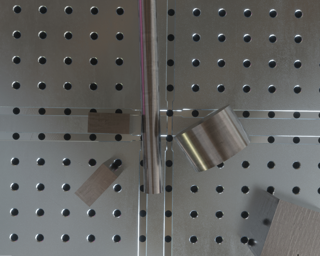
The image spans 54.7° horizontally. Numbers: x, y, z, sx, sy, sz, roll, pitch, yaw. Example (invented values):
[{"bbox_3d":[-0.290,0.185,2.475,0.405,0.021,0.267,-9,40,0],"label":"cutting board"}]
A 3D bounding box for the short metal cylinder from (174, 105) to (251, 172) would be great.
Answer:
[{"bbox_3d":[0.065,0.013,0.386,0.080,0.080,0.050,-31,90,0],"label":"short metal cylinder"}]

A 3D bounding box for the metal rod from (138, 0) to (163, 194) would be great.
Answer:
[{"bbox_3d":[-0.014,-0.064,0.412,0.025,0.025,0.298,-2,90,0],"label":"metal rod"}]

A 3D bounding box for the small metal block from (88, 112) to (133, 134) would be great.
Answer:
[{"bbox_3d":[-0.062,-0.006,0.400,0.050,0.050,0.025,2,90,0],"label":"small metal block"}]

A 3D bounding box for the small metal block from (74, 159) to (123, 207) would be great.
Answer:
[{"bbox_3d":[-0.077,0.069,0.400,0.025,0.050,0.050,43,90,0],"label":"small metal block"}]

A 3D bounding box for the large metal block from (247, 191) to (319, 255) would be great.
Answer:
[{"bbox_3d":[0.171,0.137,0.402,0.080,0.050,0.080,19,90,0],"label":"large metal block"}]
